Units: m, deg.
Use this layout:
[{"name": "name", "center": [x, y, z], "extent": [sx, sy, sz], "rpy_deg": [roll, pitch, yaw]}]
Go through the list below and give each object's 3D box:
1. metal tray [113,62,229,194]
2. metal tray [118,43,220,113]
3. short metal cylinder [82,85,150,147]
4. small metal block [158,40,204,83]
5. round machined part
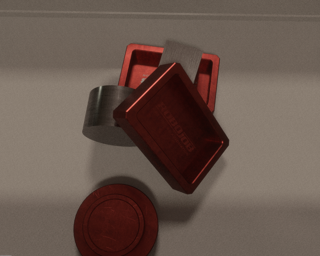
[{"name": "metal tray", "center": [0.019, 0.002, 0.360], "extent": [0.090, 0.030, 0.130], "rpy_deg": [-48, 118, -22]}, {"name": "metal tray", "center": [0.012, -0.064, 0.430], "extent": [0.131, 0.030, 0.090], "rpy_deg": [8, 70, 2]}, {"name": "short metal cylinder", "center": [-0.051, -0.012, 0.384], "extent": [0.080, 0.080, 0.050], "rpy_deg": [5, 70, 1]}, {"name": "small metal block", "center": [0.026, -0.085, 0.416], "extent": [0.050, 0.025, 0.050], "rpy_deg": [17, 95, 2]}, {"name": "round machined part", "center": [-0.051, 0.113, 0.359], "extent": [0.099, 0.042, 0.098], "rpy_deg": [0, 70, -1]}]
